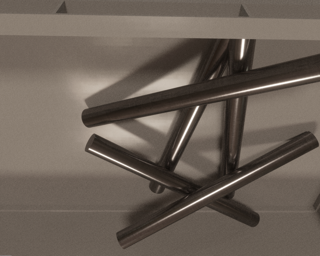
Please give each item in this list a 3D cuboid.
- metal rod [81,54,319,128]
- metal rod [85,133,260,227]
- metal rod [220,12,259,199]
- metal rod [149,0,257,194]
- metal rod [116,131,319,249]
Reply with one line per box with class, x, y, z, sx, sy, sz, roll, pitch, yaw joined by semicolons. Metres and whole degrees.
metal rod;0.040;-0.036;0.331;0.300;0.025;0.025;-10;131;26
metal rod;0.033;0.084;0.447;0.301;0.025;0.025;29;124;-24
metal rod;0.093;0.001;0.394;0.025;0.025;0.298;-5;136;3
metal rod;0.039;-0.015;0.396;0.025;0.025;0.298;13;129;-11
metal rod;0.078;0.086;0.429;0.301;0.025;0.025;-28;127;1
